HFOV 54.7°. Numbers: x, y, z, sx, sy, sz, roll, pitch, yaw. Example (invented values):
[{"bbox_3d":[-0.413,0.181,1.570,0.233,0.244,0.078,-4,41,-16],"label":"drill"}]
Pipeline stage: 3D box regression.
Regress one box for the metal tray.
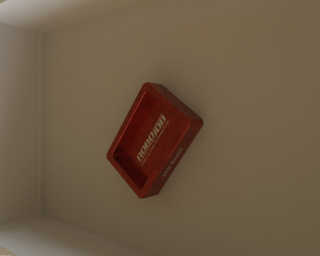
[{"bbox_3d":[-0.012,0.017,0.411,0.090,0.030,0.129,44,116,30],"label":"metal tray"}]
